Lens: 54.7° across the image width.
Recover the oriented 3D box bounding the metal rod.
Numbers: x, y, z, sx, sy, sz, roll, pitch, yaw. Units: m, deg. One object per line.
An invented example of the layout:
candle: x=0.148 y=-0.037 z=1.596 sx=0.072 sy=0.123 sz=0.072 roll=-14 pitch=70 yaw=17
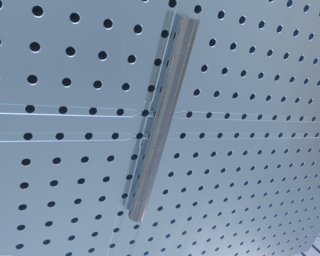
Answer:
metal rod: x=-0.001 y=0.005 z=0.415 sx=0.025 sy=0.025 sz=0.298 roll=0 pitch=118 yaw=-29
